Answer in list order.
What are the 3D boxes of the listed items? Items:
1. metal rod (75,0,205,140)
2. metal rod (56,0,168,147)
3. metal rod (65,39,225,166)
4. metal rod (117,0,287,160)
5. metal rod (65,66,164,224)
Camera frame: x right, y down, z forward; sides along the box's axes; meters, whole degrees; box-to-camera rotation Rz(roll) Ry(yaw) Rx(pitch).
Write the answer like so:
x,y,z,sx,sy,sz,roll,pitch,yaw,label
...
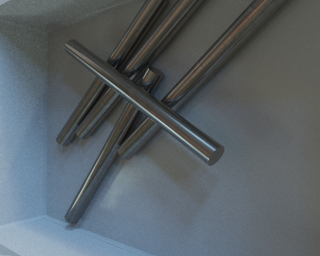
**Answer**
x,y,z,sx,sy,sz,roll,pitch,yaw,label
-0.037,-0.081,0.437,0.299,0.025,0.025,-45,63,30,metal rod
-0.086,-0.075,0.477,0.299,0.025,0.025,-49,61,29,metal rod
-0.040,-0.049,0.405,0.300,0.025,0.025,38,114,33,metal rod
0.040,-0.056,0.373,0.299,0.025,0.025,-45,63,30,metal rod
-0.078,0.040,0.471,0.025,0.025,0.298,47,118,30,metal rod
